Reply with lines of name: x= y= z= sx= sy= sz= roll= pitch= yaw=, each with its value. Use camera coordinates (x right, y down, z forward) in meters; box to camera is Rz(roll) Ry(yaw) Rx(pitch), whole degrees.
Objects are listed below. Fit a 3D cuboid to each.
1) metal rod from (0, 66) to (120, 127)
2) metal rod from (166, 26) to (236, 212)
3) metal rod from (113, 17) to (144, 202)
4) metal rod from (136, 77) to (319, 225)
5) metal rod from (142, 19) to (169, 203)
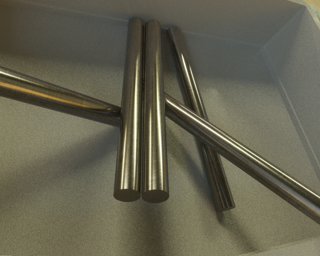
metal rod: x=-0.127 y=-0.037 z=0.276 sx=0.302 sy=0.025 sz=0.025 roll=17 pitch=50 yaw=-52
metal rod: x=0.053 y=-0.029 z=0.453 sx=0.025 sy=0.025 sz=0.299 roll=2 pitch=61 yaw=-28
metal rod: x=-0.034 y=-0.050 z=0.385 sx=0.025 sy=0.025 sz=0.300 roll=16 pitch=45 yaw=-19
metal rod: x=0.073 y=0.018 z=0.360 sx=0.300 sy=0.025 sz=0.025 roll=36 pitch=46 yaw=27
metal rod: x=-0.008 y=-0.048 z=0.382 sx=0.025 sy=0.025 sz=0.300 roll=17 pitch=44 yaw=-19
